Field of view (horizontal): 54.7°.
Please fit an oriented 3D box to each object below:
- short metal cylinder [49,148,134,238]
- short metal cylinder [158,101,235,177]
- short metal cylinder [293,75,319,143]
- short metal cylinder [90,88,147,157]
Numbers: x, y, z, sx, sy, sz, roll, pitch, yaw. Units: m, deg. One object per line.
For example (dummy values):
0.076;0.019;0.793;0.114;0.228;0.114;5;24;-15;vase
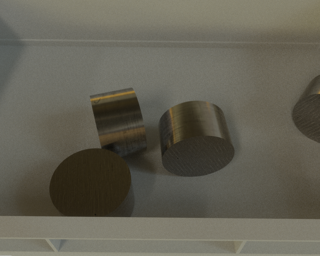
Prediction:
-0.069;0.068;0.329;0.081;0.050;0.080;0;52;0;short metal cylinder
0.040;0.014;0.358;0.081;0.080;0.050;-3;50;-3;short metal cylinder
0.218;-0.024;0.393;0.080;0.080;0.050;30;56;22;short metal cylinder
-0.051;-0.005;0.373;0.050;0.080;0.080;-13;51;-11;short metal cylinder
